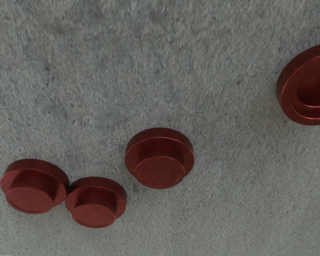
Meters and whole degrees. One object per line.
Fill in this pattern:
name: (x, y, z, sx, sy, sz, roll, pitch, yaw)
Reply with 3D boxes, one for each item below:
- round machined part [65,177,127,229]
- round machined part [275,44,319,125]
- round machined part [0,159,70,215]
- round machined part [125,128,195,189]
round machined part: (-0.104, 0.127, 0.503, 0.099, 0.042, 0.097, -1, 130, 0)
round machined part: (0.182, -0.053, 0.354, 0.099, 0.042, 0.097, -1, 130, 0)
round machined part: (-0.193, 0.096, 0.475, 0.099, 0.042, 0.097, 0, 130, 0)
round machined part: (0.000, 0.049, 0.438, 0.099, 0.042, 0.097, -1, 130, 0)
